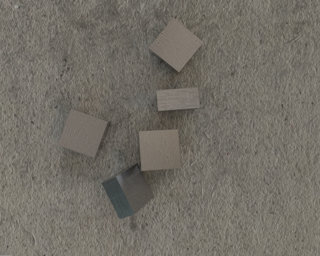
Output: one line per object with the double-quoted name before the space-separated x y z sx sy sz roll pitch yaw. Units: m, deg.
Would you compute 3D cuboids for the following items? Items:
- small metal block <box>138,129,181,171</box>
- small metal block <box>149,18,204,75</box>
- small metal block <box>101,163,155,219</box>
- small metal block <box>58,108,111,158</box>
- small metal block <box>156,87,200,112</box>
"small metal block" -0.002 0.029 0.402 0.050 0.025 0.050 -3 81 -9
"small metal block" 0.021 -0.107 0.410 0.050 0.025 0.050 39 90 0
"small metal block" -0.040 0.079 0.394 0.025 0.050 0.050 -26 90 30
"small metal block" -0.099 0.007 0.409 0.050 0.025 0.050 20 90 0
"small metal block" 0.022 -0.035 0.397 0.050 0.050 0.025 -4 90 0
